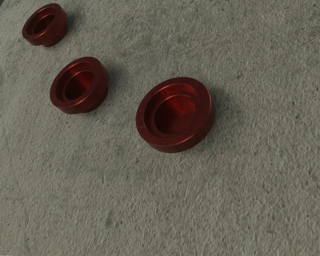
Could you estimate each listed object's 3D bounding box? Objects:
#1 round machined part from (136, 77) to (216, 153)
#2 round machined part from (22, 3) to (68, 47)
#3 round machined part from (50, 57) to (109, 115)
[{"bbox_3d":[0.023,-0.012,0.389,0.098,0.042,0.098,-13,56,21],"label":"round machined part"},{"bbox_3d":[-0.232,-0.208,0.643,0.098,0.042,0.098,-13,56,21],"label":"round machined part"},{"bbox_3d":[-0.123,-0.063,0.497,0.098,0.042,0.098,-13,56,21],"label":"round machined part"}]
